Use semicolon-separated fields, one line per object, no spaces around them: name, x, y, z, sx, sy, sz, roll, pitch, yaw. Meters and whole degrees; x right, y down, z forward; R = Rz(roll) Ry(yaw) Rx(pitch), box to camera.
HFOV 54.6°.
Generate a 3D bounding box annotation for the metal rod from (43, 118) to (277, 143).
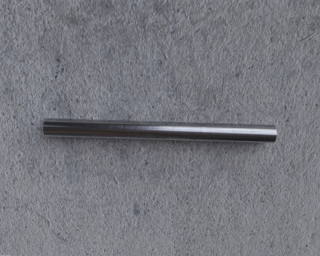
metal rod;0.001;0.004;0.412;0.302;0.025;0.025;2;110;-1
